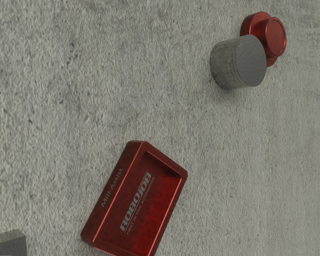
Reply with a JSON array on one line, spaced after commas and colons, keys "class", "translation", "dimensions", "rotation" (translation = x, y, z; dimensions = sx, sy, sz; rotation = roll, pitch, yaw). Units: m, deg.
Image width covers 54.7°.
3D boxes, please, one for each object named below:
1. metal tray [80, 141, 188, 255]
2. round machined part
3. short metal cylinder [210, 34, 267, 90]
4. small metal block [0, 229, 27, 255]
[{"class": "metal tray", "translation": [-0.026, 0.091, 0.379], "dimensions": [0.090, 0.030, 0.130], "rotation": [39, 66, -33]}, {"class": "round machined part", "translation": [0.189, -0.158, 0.551], "dimensions": [0.099, 0.042, 0.097], "rotation": [0, 90, -40]}, {"class": "short metal cylinder", "translation": [0.125, -0.103, 0.493], "dimensions": [0.081, 0.050, 0.080], "rotation": [0, 90, -40]}, {"class": "small metal block", "translation": [-0.150, 0.126, 0.280], "dimensions": [0.050, 0.025, 0.050], "rotation": [-6, 94, -40]}]
